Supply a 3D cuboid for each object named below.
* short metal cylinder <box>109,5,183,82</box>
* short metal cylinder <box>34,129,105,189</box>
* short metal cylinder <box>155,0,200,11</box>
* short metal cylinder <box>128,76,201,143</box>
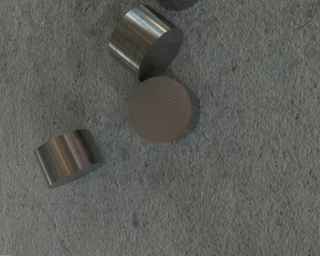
[{"bbox_3d":[-0.017,-0.103,0.386,0.050,0.080,0.080,41,103,15],"label":"short metal cylinder"},{"bbox_3d":[-0.122,0.042,0.423,0.080,0.080,0.050,-30,80,17],"label":"short metal cylinder"},{"bbox_3d":[0.017,-0.196,0.390,0.080,0.050,0.080,0,90,20],"label":"short metal cylinder"},{"bbox_3d":[0.007,-0.022,0.393,0.080,0.050,0.080,0,90,20],"label":"short metal cylinder"}]
